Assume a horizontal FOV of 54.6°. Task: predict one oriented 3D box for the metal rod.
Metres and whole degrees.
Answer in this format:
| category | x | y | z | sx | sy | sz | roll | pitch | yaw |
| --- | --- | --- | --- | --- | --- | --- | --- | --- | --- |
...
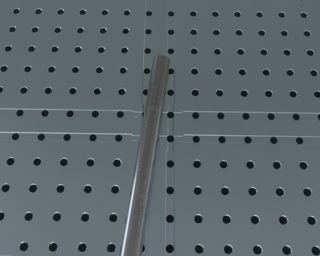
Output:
| category | x | y | z | sx | sy | sz | roll | pitch | yaw |
| --- | --- | --- | --- | --- | --- | --- | --- | --- | --- |
| metal rod | -0.018 | 0.041 | 0.396 | 0.025 | 0.025 | 0.299 | 8 | 70 | 3 |
